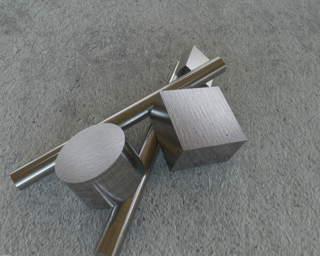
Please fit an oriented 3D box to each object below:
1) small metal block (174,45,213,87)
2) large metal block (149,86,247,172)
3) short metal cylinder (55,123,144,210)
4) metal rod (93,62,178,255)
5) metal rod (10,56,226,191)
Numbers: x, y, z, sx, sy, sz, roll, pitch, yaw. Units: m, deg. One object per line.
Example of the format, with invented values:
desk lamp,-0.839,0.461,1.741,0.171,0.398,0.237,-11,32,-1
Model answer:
small metal block,0.054,-0.086,0.461,0.050,0.025,0.050,38,49,-20
large metal block,0.042,0.000,0.370,0.081,0.050,0.080,-8,59,-23
short metal cylinder,-0.064,0.041,0.337,0.080,0.050,0.080,-15,41,14
metal rod,-0.009,0.015,0.391,0.025,0.025,0.300,14,51,11
metal rod,-0.040,-0.014,0.393,0.302,0.025,0.025,-31,57,-16
